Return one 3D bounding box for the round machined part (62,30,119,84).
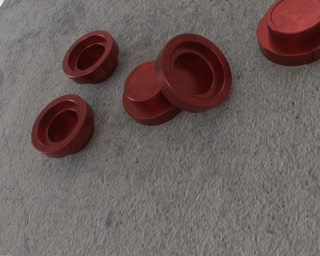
[{"bbox_3d":[-0.111,-0.113,0.521,0.098,0.042,0.098,-13,56,21],"label":"round machined part"}]

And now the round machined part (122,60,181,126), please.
[{"bbox_3d":[-0.010,-0.055,0.433,0.098,0.042,0.098,-13,56,21],"label":"round machined part"}]

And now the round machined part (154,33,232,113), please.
[{"bbox_3d":[0.038,-0.065,0.390,0.042,0.099,0.098,-32,37,60],"label":"round machined part"}]

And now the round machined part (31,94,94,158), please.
[{"bbox_3d":[-0.140,0.001,0.466,0.098,0.042,0.098,-13,56,21],"label":"round machined part"}]

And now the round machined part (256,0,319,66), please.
[{"bbox_3d":[0.170,-0.128,0.383,0.098,0.042,0.098,-13,56,21],"label":"round machined part"}]
